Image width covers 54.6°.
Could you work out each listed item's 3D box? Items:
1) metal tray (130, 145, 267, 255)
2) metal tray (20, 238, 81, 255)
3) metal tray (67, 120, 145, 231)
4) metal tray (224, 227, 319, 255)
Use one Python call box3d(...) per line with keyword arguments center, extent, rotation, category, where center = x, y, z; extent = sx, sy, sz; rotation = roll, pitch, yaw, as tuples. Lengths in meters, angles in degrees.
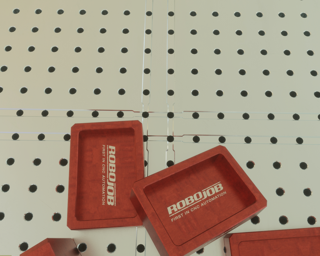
box3d(center=(0.043, 0.081, 0.352), extent=(0.131, 0.030, 0.090), rotation=(-20, 60, -25), category="metal tray")
box3d(center=(-0.085, 0.177, 0.312), extent=(0.030, 0.090, 0.130), rotation=(-31, 73, -10), category="metal tray")
box3d(center=(-0.064, 0.057, 0.387), extent=(0.090, 0.030, 0.130), rotation=(-3, 70, -1), category="metal tray")
box3d(center=(0.145, 0.162, 0.350), extent=(0.131, 0.030, 0.090), rotation=(-3, 70, -2), category="metal tray")
